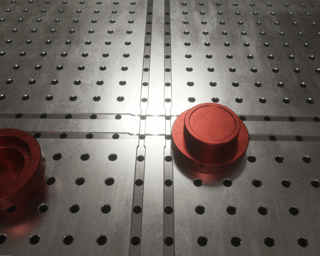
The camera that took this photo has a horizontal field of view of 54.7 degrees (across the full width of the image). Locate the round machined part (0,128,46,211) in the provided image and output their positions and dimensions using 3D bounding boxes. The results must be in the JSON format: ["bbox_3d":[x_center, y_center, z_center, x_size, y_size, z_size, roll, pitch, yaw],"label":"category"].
[{"bbox_3d":[-0.180,0.051,0.352,0.099,0.042,0.098,0,50,0],"label":"round machined part"}]

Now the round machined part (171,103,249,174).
[{"bbox_3d":[0.064,0.006,0.393,0.099,0.042,0.098,0,50,0],"label":"round machined part"}]
